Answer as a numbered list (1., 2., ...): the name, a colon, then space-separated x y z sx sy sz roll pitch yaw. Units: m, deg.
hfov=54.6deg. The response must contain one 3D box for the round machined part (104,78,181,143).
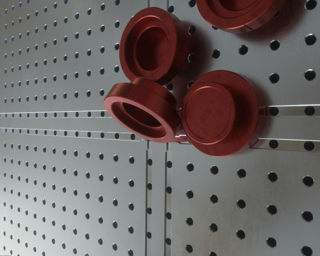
1. round machined part: -0.017 -0.025 0.390 0.098 0.098 0.042 9 61 40

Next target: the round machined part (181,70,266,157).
1. round machined part: 0.063 -0.016 0.347 0.098 0.042 0.097 0 90 40

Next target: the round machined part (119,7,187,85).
1. round machined part: -0.004 -0.101 0.403 0.098 0.042 0.097 0 90 40

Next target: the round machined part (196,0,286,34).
1. round machined part: 0.089 -0.148 0.325 0.098 0.042 0.097 0 90 40
